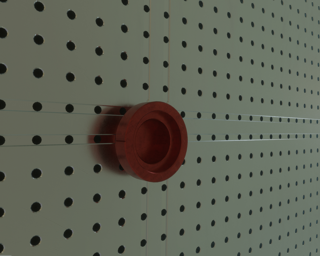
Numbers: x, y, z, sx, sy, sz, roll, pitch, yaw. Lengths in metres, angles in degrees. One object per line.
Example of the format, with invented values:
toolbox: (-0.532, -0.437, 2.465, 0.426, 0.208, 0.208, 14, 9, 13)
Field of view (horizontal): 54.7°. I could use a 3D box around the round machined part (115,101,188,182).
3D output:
round machined part: (-0.015, 0.016, 0.388, 0.099, 0.042, 0.097, 0, 90, -40)
